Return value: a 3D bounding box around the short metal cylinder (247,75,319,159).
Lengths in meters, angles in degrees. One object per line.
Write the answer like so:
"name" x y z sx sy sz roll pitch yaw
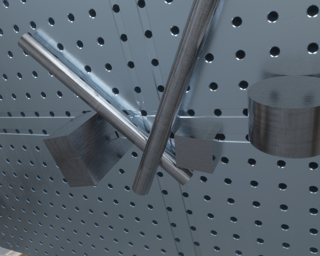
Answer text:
"short metal cylinder" 0.127 -0.014 0.300 0.080 0.080 0.050 5 121 26

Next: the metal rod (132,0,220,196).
"metal rod" 0.015 -0.035 0.362 0.025 0.025 0.298 26 121 12

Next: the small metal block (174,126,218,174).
"small metal block" 0.048 0.028 0.403 0.050 0.025 0.050 9 122 23

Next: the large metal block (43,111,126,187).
"large metal block" -0.106 0.028 0.449 0.050 0.080 0.080 -10 114 32

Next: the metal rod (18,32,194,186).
"metal rod" -0.075 -0.026 0.434 0.300 0.025 0.025 40 129 0
